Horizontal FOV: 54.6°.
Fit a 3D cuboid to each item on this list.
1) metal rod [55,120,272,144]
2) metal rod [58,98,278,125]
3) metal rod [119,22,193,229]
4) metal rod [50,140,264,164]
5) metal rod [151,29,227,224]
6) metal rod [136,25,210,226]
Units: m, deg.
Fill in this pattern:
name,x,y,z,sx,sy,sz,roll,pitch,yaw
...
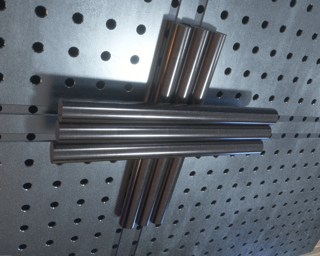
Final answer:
name,x,y,z,sx,sy,sz,roll,pitch,yaw
metal rod,0.026,0.004,0.395,0.302,0.025,0.025,0,118,-29
metal rod,0.032,-0.017,0.385,0.302,0.025,0.025,0,118,-29
metal rod,-0.013,0.014,0.412,0.025,0.025,0.298,2,118,-29
metal rod,0.017,0.026,0.404,0.302,0.025,0.025,0,118,-29
metal rod,0.031,0.015,0.437,0.025,0.025,0.298,2,118,-29
metal rod,0.009,0.014,0.424,0.025,0.025,0.298,2,118,-29
